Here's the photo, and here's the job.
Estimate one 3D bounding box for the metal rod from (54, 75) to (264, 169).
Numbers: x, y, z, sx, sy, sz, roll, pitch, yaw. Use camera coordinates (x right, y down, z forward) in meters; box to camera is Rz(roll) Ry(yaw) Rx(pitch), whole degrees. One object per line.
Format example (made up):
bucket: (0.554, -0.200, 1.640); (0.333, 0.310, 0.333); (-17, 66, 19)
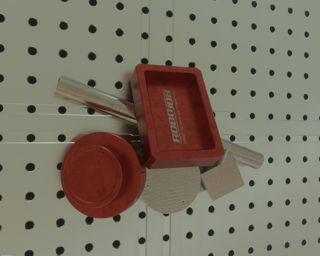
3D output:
metal rod: (0.013, -0.001, 0.414); (0.302, 0.025, 0.025); (21, 83, -19)

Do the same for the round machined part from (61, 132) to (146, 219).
round machined part: (-0.068, 0.053, 0.350); (0.098, 0.042, 0.097); (-1, 85, 12)

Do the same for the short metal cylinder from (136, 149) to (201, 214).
short metal cylinder: (0.005, 0.064, 0.397); (0.081, 0.050, 0.079); (0, 90, -20)

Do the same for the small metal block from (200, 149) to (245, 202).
small metal block: (0.082, 0.065, 0.428); (0.050, 0.025, 0.050); (-27, 116, -2)

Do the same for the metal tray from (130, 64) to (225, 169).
metal tray: (0.018, -0.017, 0.382); (0.091, 0.030, 0.130); (0, 61, -21)
